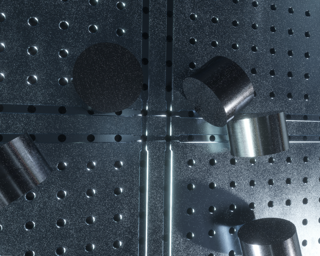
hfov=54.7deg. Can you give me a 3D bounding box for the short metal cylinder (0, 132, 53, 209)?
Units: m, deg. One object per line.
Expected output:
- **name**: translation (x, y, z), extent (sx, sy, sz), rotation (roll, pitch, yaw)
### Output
- **short metal cylinder**: translation (-0.162, 0.046, 0.324), extent (0.080, 0.080, 0.050), rotation (-33, 101, -17)

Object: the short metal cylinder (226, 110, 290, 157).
- **short metal cylinder**: translation (0.135, 0.007, 0.433), extent (0.081, 0.080, 0.050), rotation (-11, 94, -20)

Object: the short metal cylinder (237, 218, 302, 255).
- **short metal cylinder**: translation (0.156, 0.169, 0.441), extent (0.081, 0.080, 0.050), rotation (-16, 96, -19)

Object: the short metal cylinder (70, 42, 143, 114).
- **short metal cylinder**: translation (-0.066, -0.057, 0.375), extent (0.081, 0.050, 0.079), rotation (0, 90, -20)

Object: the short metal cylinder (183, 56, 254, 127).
- **short metal cylinder**: translation (0.076, -0.048, 0.411), extent (0.050, 0.080, 0.080), rotation (-39, 103, -16)
